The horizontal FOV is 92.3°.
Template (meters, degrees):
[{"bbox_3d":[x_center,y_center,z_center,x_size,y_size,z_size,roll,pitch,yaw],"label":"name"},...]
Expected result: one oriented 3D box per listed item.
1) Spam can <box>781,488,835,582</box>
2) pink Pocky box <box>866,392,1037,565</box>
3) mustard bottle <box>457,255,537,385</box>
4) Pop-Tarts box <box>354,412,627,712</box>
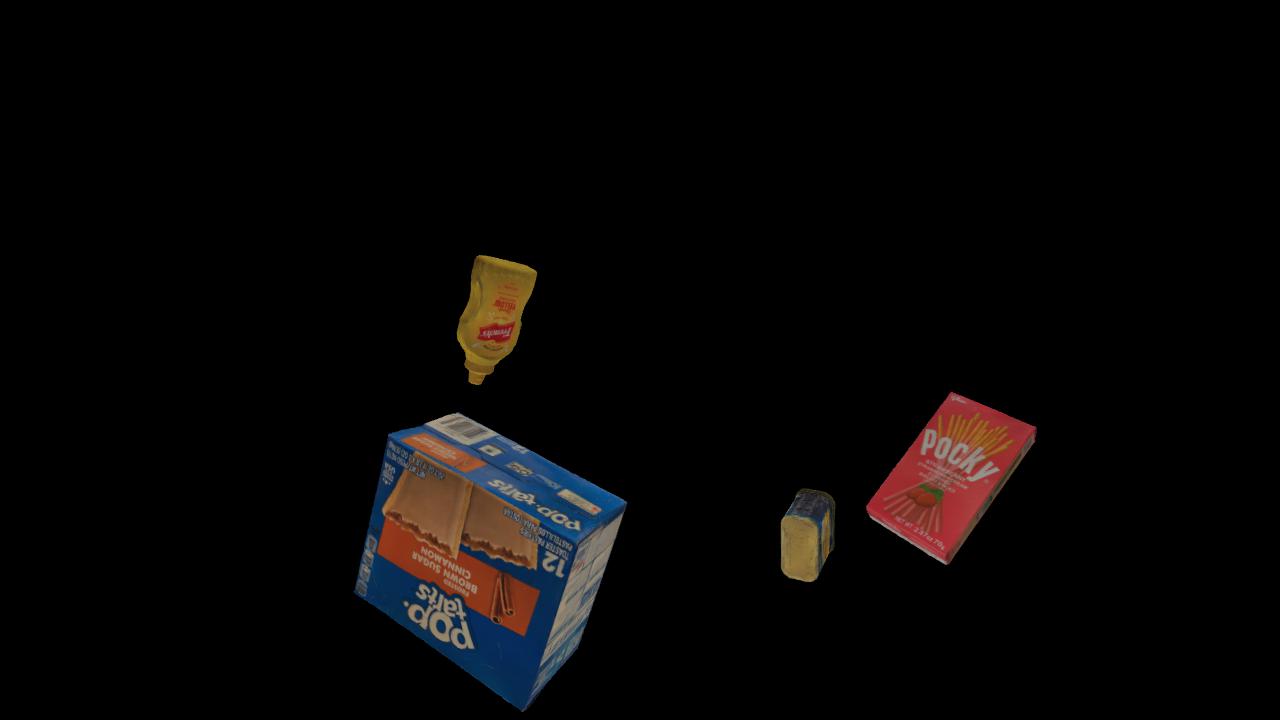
[{"bbox_3d":[0.235,0.246,0.862,0.058,0.101,0.085,4,16,29],"label":"Spam can"},{"bbox_3d":[0.298,0.109,0.592,0.084,0.155,0.029,31,-15,44],"label":"pink Pocky box"},{"bbox_3d":[-0.211,-0.051,0.872,0.054,0.184,0.092,29,16,39],"label":"mustard bottle"},{"bbox_3d":[-0.115,0.142,0.463,0.167,0.141,0.083,24,16,20],"label":"Pop-Tarts box"}]
